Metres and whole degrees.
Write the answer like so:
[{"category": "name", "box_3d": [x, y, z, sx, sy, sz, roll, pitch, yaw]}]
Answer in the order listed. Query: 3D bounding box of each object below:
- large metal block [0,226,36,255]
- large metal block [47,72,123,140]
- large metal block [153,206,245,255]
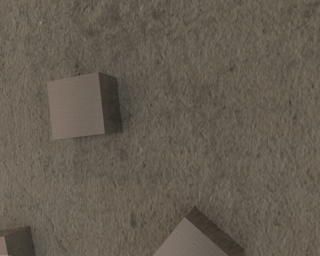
[{"category": "large metal block", "box_3d": [-0.244, 0.204, 0.480, 0.080, 0.050, 0.080, -14, 85, 19]}, {"category": "large metal block", "box_3d": [-0.104, -0.028, 0.431, 0.080, 0.050, 0.080, -7, 88, 19]}, {"category": "large metal block", "box_3d": [0.044, 0.159, 0.380, 0.080, 0.050, 0.080, 39, 102, 15]}]
